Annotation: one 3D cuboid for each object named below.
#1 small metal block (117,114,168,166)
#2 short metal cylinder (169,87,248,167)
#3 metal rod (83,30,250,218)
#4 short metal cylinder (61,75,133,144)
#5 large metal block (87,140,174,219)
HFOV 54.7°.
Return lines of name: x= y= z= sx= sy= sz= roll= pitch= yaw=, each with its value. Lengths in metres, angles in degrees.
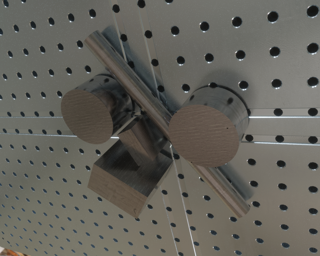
small metal block: x=-0.021 y=0.013 z=0.409 sx=0.025 sy=0.050 sz=0.050 roll=-23 pitch=106 yaw=36
short metal cylinder: x=0.057 y=-0.001 z=0.359 sx=0.080 sy=0.050 sz=0.079 roll=13 pitch=124 yaw=21
metal rod: x=0.013 y=0.000 z=0.399 sx=0.300 sy=0.025 sz=0.025 roll=49 pitch=129 yaw=-7
short metal cylinder: x=-0.085 y=-0.025 z=0.419 sx=0.080 sy=0.050 sz=0.079 roll=13 pitch=124 yaw=21
large metal block: x=-0.040 y=0.063 z=0.430 sx=0.080 sy=0.080 sz=0.050 roll=30 pitch=129 yaw=9
